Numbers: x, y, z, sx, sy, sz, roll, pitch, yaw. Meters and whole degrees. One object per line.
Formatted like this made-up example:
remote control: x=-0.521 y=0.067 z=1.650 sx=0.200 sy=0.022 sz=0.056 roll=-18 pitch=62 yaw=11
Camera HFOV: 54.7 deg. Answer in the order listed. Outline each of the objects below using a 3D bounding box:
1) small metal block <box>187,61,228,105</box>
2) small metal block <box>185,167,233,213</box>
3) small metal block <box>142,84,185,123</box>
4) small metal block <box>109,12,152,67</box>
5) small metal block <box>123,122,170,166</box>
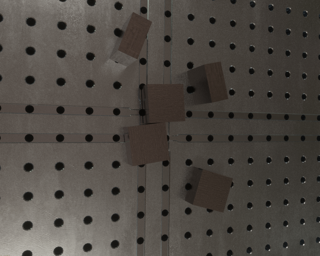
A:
small metal block: x=0.064 y=-0.060 z=0.424 sx=0.025 sy=0.050 sz=0.050 roll=-14 pitch=95 yaw=-20
small metal block: x=0.070 y=0.087 z=0.440 sx=0.050 sy=0.025 sz=0.050 roll=19 pitch=84 yaw=-20
small metal block: x=0.004 y=-0.033 z=0.415 sx=0.050 sy=0.025 sz=0.050 roll=-3 pitch=91 yaw=-21
small metal block: x=-0.038 y=-0.108 z=0.386 sx=0.025 sy=0.050 sz=0.050 roll=23 pitch=83 yaw=-19
small metal block: x=-0.018 y=0.020 z=0.407 sx=0.050 sy=0.025 sz=0.050 roll=-8 pitch=93 yaw=-20
